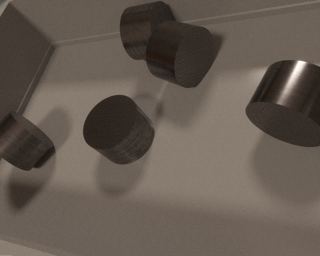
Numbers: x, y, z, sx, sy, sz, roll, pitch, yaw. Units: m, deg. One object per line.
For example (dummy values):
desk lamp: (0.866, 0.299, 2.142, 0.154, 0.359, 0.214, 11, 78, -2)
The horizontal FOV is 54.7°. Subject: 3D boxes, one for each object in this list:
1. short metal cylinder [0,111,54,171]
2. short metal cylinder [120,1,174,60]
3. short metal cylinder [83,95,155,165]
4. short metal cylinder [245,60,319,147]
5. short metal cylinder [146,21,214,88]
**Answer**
short metal cylinder: (-0.209, 0.019, 0.466, 0.050, 0.080, 0.080, -48, 52, -6)
short metal cylinder: (-0.016, -0.145, 0.466, 0.050, 0.080, 0.080, 1, 62, 28)
short metal cylinder: (-0.054, 0.003, 0.415, 0.080, 0.050, 0.080, -13, 56, 20)
short metal cylinder: (0.135, -0.023, 0.313, 0.080, 0.080, 0.050, 22, 73, 35)
short metal cylinder: (0.028, -0.099, 0.416, 0.050, 0.080, 0.080, 27, 76, 37)
